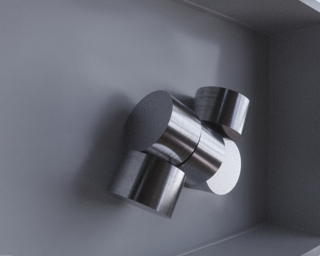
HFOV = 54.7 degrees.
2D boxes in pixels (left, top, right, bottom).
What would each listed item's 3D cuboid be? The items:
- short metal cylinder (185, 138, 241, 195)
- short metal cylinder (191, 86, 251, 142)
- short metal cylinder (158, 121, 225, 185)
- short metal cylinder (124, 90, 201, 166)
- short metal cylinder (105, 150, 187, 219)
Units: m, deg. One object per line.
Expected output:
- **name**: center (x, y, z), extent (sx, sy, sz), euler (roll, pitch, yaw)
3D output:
- **short metal cylinder**: center (0.073, 0.053, 0.452), extent (0.081, 0.050, 0.079), euler (0, 90, -40)
- **short metal cylinder**: center (0.083, -0.018, 0.441), extent (0.080, 0.080, 0.050), euler (29, 72, -37)
- **short metal cylinder**: center (0.036, 0.027, 0.402), extent (0.050, 0.080, 0.080), euler (34, 69, -36)
- **short metal cylinder**: center (0.002, 0.002, 0.372), extent (0.050, 0.080, 0.080), euler (32, 70, -36)
- **short metal cylinder**: center (-0.016, 0.065, 0.358), extent (0.080, 0.080, 0.050), euler (36, 68, -35)
